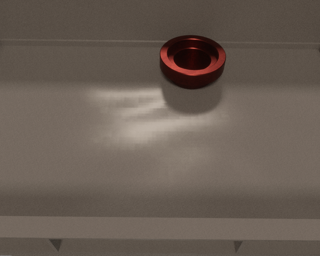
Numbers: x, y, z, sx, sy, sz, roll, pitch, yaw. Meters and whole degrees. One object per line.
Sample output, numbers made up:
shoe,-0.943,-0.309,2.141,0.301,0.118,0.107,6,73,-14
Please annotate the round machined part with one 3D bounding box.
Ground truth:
round machined part,0.049,-0.097,0.477,0.099,0.042,0.098,0,50,0
